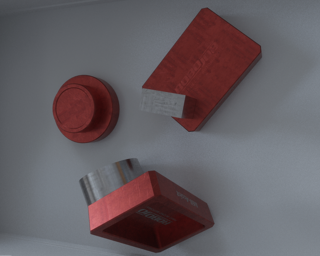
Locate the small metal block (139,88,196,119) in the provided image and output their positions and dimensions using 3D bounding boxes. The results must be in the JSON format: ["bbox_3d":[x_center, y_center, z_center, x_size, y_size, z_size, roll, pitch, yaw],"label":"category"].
[{"bbox_3d":[0.010,-0.028,0.361,0.050,0.050,0.025,12,94,19],"label":"small metal block"}]

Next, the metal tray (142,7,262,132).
[{"bbox_3d":[0.051,-0.070,0.389,0.090,0.030,0.130,42,103,14],"label":"metal tray"}]

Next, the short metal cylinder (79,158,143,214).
[{"bbox_3d":[-0.057,0.078,0.398,0.080,0.080,0.050,-28,76,17],"label":"short metal cylinder"}]

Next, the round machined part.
[{"bbox_3d":[-0.111,-0.027,0.439,0.098,0.042,0.097,0,90,19],"label":"round machined part"}]

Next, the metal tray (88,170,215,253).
[{"bbox_3d":[-0.006,0.103,0.358,0.090,0.130,0.030,-32,48,17],"label":"metal tray"}]
